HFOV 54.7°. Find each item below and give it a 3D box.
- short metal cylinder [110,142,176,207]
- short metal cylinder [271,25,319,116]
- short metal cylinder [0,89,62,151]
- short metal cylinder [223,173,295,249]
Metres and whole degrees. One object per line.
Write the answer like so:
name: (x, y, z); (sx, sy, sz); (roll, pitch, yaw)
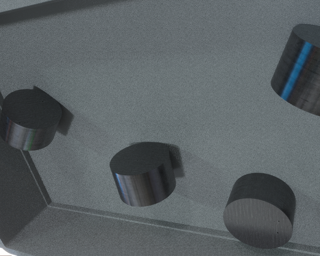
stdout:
short metal cylinder: (-0.022, 0.061, 0.421); (0.080, 0.080, 0.050); (1, 119, 27)
short metal cylinder: (0.144, -0.050, 0.266); (0.080, 0.080, 0.050); (22, 127, 14)
short metal cylinder: (-0.195, -0.013, 0.465); (0.080, 0.080, 0.050); (36, 129, 3)
short metal cylinder: (0.126, 0.104, 0.390); (0.080, 0.050, 0.079); (13, 124, 20)
